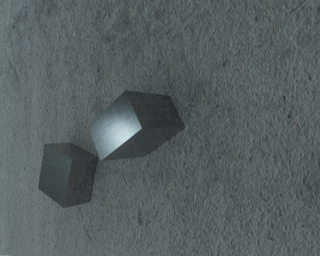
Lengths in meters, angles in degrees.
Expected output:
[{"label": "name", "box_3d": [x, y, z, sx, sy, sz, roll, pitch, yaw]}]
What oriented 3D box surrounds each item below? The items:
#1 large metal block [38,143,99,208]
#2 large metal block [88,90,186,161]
[{"label": "large metal block", "box_3d": [-0.154, 0.075, 0.516, 0.080, 0.050, 0.079, 20, 103, 38]}, {"label": "large metal block", "box_3d": [-0.030, -0.001, 0.394, 0.080, 0.081, 0.050, -37, 67, 34]}]
